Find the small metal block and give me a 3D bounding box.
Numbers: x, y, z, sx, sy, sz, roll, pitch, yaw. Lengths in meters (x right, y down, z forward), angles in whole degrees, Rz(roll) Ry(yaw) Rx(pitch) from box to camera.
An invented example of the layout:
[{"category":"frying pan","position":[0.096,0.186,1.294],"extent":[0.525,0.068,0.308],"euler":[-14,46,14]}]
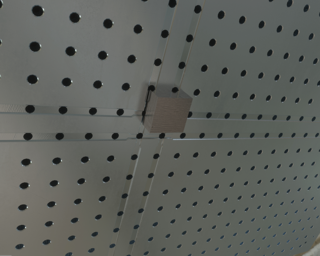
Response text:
[{"category":"small metal block","position":[0.009,-0.022,0.405],"extent":[0.050,0.025,0.050],"euler":[-1,119,-29]}]
